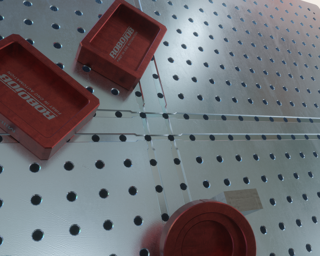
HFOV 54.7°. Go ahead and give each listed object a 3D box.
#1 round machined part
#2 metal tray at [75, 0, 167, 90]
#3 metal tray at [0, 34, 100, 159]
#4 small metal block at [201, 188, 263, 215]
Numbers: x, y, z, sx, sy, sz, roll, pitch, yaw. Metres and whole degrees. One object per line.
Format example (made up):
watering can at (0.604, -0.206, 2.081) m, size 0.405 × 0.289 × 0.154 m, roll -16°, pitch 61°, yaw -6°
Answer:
round machined part at (0.047, 0.125, 0.330) m, size 0.099 × 0.042 × 0.097 m, roll 1°, pitch 84°, yaw -12°
metal tray at (-0.051, -0.126, 0.453) m, size 0.090 × 0.030 × 0.130 m, roll 30°, pitch 52°, yaw -9°
metal tray at (-0.147, -0.038, 0.348) m, size 0.130 × 0.030 × 0.090 m, roll 39°, pitch 51°, yaw -2°
small metal block at (0.087, 0.096, 0.380) m, size 0.050 × 0.050 × 0.025 m, roll 1°, pitch 61°, yaw -28°
